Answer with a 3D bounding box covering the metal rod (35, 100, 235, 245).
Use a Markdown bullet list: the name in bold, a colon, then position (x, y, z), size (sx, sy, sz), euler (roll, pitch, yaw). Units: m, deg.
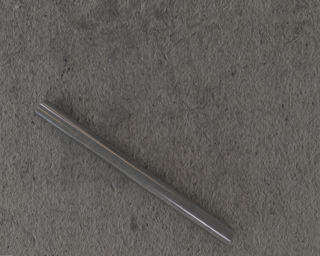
- **metal rod**: position (-0.032, 0.058, 0.409), size (0.301, 0.025, 0.025), euler (35, 90, 0)
